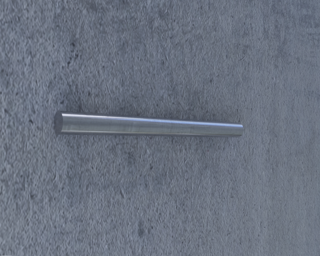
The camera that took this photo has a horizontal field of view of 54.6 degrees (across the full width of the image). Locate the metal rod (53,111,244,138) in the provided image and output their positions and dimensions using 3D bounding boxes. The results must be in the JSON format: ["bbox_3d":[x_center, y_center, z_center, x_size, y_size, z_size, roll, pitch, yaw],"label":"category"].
[{"bbox_3d":[0.011,-0.001,0.415,0.302,0.025,0.025,2,89,-40],"label":"metal rod"}]
